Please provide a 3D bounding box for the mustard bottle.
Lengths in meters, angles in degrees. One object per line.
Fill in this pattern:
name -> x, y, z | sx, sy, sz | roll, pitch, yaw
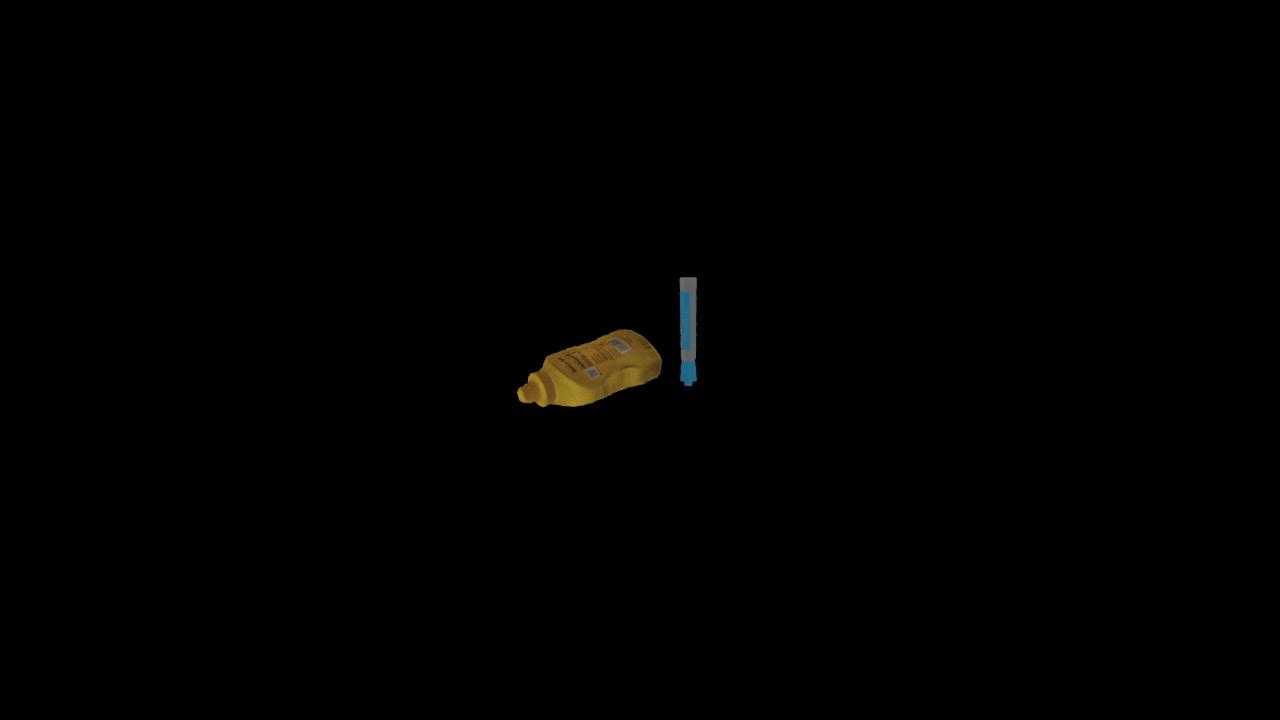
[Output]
mustard bottle -> -0.068, 0.015, 0.755 | 0.184, 0.054, 0.092 | -21, 48, -36

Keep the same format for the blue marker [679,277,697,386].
blue marker -> 0.054, -0.031, 0.682 | 0.020, 0.121, 0.020 | -1, 9, 0
